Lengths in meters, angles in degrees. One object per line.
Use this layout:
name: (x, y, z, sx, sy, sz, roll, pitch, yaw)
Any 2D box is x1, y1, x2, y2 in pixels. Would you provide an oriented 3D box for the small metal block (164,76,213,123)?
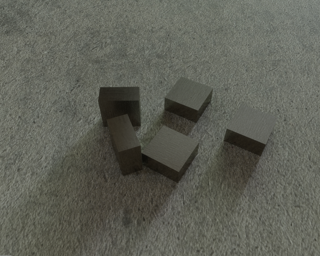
small metal block: (0.041, -0.041, 0.438, 0.050, 0.025, 0.050, 23, 54, 18)

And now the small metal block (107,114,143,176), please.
small metal block: (-0.042, 0.020, 0.369, 0.025, 0.050, 0.050, -16, 52, -13)

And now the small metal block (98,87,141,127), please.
small metal block: (-0.051, -0.027, 0.409, 0.050, 0.050, 0.025, -1, 50, -1)

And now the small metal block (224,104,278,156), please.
small metal block: (0.118, 0.002, 0.402, 0.050, 0.025, 0.050, 24, 54, 19)

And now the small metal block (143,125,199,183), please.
small metal block: (0.013, 0.031, 0.377, 0.050, 0.025, 0.050, 25, 54, 20)
